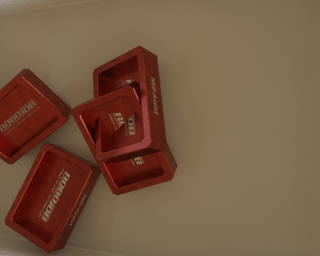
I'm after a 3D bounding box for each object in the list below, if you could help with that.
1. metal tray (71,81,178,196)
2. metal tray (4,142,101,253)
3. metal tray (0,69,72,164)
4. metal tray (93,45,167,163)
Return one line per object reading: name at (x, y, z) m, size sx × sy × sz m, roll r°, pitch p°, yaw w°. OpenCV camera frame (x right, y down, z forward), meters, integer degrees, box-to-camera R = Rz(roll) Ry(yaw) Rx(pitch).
metal tray at (-0.044, 0.016, 0.400) m, size 0.090 × 0.030 × 0.129 m, roll -19°, pitch 104°, yaw 19°
metal tray at (-0.154, 0.097, 0.447) m, size 0.090 × 0.030 × 0.130 m, roll 24°, pitch 85°, yaw 18°
metal tray at (-0.209, -0.014, 0.456) m, size 0.130 × 0.030 × 0.090 m, roll -35°, pitch 115°, yaw 16°
metal tray at (-0.042, -0.027, 0.394) m, size 0.090 × 0.030 × 0.129 m, roll -18°, pitch 69°, yaw 33°
